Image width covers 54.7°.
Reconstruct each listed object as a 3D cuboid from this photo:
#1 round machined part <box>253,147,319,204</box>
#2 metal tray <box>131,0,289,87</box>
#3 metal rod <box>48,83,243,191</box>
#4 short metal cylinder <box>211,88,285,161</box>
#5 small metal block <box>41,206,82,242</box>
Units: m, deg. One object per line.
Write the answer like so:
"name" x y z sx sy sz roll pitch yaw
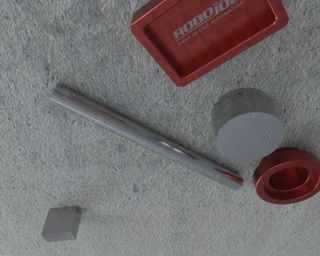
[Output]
"round machined part" 0.186 0.066 0.456 0.099 0.042 0.097 -1 130 0
"metal tray" 0.048 -0.109 0.311 0.130 0.030 0.090 -29 125 22
"metal rod" -0.004 0.021 0.425 0.301 0.025 0.025 27 125 -22
"short metal cylinder" 0.108 -0.003 0.390 0.081 0.050 0.079 0 130 0
"small metal block" -0.166 0.163 0.527 0.050 0.050 0.025 -8 130 6
